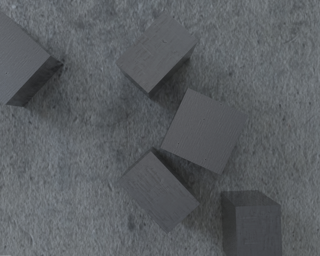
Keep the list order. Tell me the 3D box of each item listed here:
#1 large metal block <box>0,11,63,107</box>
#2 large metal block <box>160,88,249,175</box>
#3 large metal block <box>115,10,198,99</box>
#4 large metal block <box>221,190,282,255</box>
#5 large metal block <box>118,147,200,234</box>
[{"bbox_3d":[-0.188,-0.084,0.395,0.080,0.050,0.080,42,90,-1],"label":"large metal block"},{"bbox_3d":[0.054,0.004,0.398,0.080,0.050,0.080,25,90,-1],"label":"large metal block"},{"bbox_3d":[-0.004,-0.085,0.382,0.050,0.080,0.080,43,90,-1],"label":"large metal block"},{"bbox_3d":[0.110,0.126,0.384,0.050,0.080,0.079,-2,90,0],"label":"large metal block"},{"bbox_3d":[-0.001,0.071,0.383,0.050,0.080,0.080,-43,91,0],"label":"large metal block"}]
